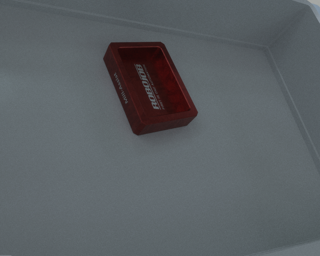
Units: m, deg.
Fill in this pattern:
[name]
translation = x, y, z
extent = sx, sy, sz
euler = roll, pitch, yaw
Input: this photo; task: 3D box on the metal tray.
[metal tray]
translation = -0.014, -0.059, 0.430
extent = 0.091, 0.030, 0.130
euler = -11, 67, -33
